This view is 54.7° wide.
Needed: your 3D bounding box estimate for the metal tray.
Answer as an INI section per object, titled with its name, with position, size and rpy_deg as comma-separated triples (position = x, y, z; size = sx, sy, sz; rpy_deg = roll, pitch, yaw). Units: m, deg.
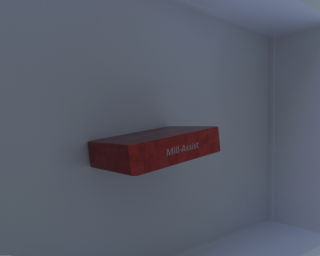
[metal tray]
position = -0.005, 0.021, 0.362
size = 0.131, 0.090, 0.030
rpy_deg = -10, 97, -40
